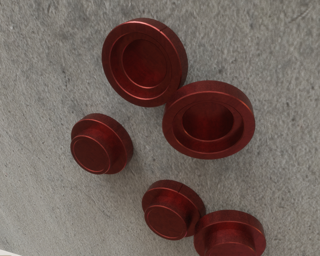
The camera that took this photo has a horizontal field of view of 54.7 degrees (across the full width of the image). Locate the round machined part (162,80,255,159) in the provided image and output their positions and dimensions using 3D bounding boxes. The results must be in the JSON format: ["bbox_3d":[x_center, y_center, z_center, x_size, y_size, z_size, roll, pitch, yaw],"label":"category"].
[{"bbox_3d":[0.053,-0.013,0.346,0.099,0.042,0.097,4,132,5],"label":"round machined part"}]

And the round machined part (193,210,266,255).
[{"bbox_3d":[0.096,0.162,0.427,0.099,0.042,0.097,3,123,5],"label":"round machined part"}]

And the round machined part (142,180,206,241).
[{"bbox_3d":[0.016,0.129,0.466,0.098,0.042,0.097,13,124,20],"label":"round machined part"}]

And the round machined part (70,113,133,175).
[{"bbox_3d":[-0.093,0.030,0.462,0.098,0.042,0.097,13,124,20],"label":"round machined part"}]

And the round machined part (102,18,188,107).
[{"bbox_3d":[-0.014,-0.076,0.355,0.098,0.042,0.097,13,124,20],"label":"round machined part"}]
